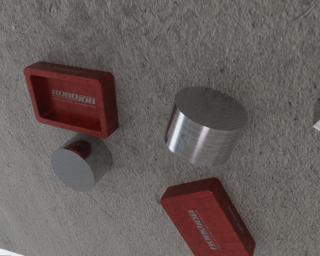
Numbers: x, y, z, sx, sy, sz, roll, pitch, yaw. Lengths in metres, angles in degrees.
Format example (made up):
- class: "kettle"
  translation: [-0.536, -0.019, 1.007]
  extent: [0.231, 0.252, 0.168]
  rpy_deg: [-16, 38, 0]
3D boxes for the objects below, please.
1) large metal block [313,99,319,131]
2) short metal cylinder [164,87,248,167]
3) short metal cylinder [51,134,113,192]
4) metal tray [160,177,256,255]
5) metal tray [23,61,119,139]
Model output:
- class: "large metal block"
  translation: [0.200, -0.016, 0.275]
  extent: [0.080, 0.050, 0.079]
  rpy_deg: [36, 129, 4]
- class: "short metal cylinder"
  translation: [0.049, -0.003, 0.343]
  extent: [0.080, 0.080, 0.050]
  rpy_deg: [25, 127, 13]
- class: "short metal cylinder"
  translation: [-0.123, 0.053, 0.488]
  extent: [0.080, 0.050, 0.079]
  rpy_deg: [13, 124, 21]
- class: "metal tray"
  translation: [0.070, 0.139, 0.453]
  extent: [0.090, 0.030, 0.130]
  rpy_deg: [-20, 108, 35]
- class: "metal tray"
  translation: [-0.126, -0.041, 0.444]
  extent: [0.130, 0.030, 0.089]
  rpy_deg: [12, 124, 21]
